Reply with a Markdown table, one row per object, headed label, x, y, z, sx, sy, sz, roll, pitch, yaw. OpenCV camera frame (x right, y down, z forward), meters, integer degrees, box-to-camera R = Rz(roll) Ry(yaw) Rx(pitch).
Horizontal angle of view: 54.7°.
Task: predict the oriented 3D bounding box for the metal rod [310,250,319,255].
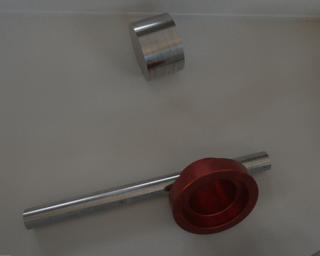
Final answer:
| label | x | y | z | sx | sy | sz | roll | pitch | yaw |
| --- | --- | --- | --- | --- | --- | --- | --- | --- | --- |
| metal rod | 0.088 | 0.132 | 0.237 | 0.302 | 0.025 | 0.025 | -26 | 72 | -10 |

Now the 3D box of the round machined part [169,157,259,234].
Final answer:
| label | x | y | z | sx | sy | sz | roll | pitch | yaw |
| --- | --- | --- | --- | --- | --- | --- | --- | --- | --- |
| round machined part | 0.058 | 0.073 | 0.356 | 0.099 | 0.097 | 0.042 | -13 | 34 | -5 |

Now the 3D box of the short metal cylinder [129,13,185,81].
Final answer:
| label | x | y | z | sx | sy | sz | roll | pitch | yaw |
| --- | --- | --- | --- | --- | --- | --- | --- | --- | --- |
| short metal cylinder | -0.005 | -0.109 | 0.420 | 0.050 | 0.080 | 0.080 | -20 | 72 | -7 |

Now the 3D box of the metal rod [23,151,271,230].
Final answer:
| label | x | y | z | sx | sy | sz | roll | pitch | yaw |
| --- | --- | --- | --- | --- | --- | --- | --- | --- | --- |
| metal rod | -0.011 | 0.075 | 0.382 | 0.302 | 0.025 | 0.025 | -13 | 71 | -5 |
